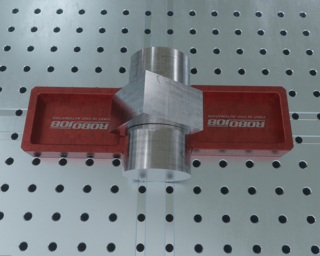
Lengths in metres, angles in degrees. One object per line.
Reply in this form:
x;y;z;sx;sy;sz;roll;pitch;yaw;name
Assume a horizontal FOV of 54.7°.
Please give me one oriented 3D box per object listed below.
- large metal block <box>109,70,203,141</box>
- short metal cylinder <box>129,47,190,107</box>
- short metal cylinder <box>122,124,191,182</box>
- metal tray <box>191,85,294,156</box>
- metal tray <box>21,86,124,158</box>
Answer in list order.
-0.005;-0.019;0.374;0.081;0.080;0.050;15;66;-31;large metal block
-0.001;-0.062;0.405;0.081;0.080;0.050;1;70;0;short metal cylinder
-0.003;0.032;0.370;0.081;0.080;0.050;2;70;0;short metal cylinder
0.102;-0.010;0.413;0.131;0.030;0.090;1;70;0;metal tray
-0.106;-0.008;0.410;0.131;0.030;0.090;1;70;0;metal tray
